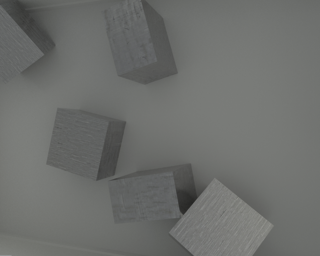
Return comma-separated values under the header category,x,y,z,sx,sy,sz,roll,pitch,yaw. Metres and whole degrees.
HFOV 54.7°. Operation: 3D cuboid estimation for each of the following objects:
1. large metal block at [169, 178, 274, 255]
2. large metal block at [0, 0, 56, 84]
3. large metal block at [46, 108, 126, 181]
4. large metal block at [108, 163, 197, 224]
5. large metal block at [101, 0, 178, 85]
category,x,y,z,sx,sy,sz,roll,pitch,yaw
large metal block,0.067,0.118,0.356,0.080,0.050,0.080,39,73,15
large metal block,-0.218,-0.125,0.453,0.080,0.050,0.080,-30,115,17
large metal block,-0.102,0.020,0.432,0.080,0.050,0.079,14,95,19
large metal block,-0.006,0.079,0.382,0.080,0.080,0.050,-11,86,19
large metal block,-0.022,-0.105,0.388,0.050,0.080,0.080,-16,85,19
